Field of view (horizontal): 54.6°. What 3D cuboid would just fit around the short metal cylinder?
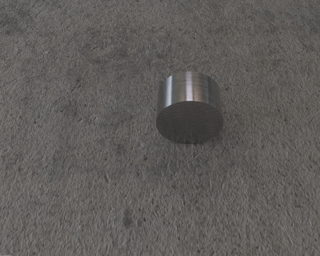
[{"bbox_3d":[0.036,-0.024,0.388,0.080,0.080,0.050,2,50,1],"label":"short metal cylinder"}]
